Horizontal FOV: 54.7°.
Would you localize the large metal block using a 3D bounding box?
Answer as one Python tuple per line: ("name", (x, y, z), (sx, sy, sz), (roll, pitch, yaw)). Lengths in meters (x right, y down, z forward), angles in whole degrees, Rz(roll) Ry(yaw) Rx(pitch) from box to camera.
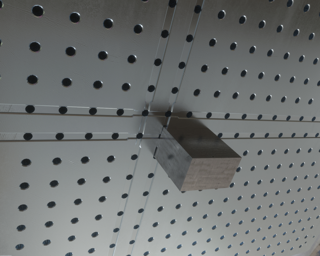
("large metal block", (0.050, 0.040, 0.430), (0.081, 0.080, 0.050), (3, 117, -30))
